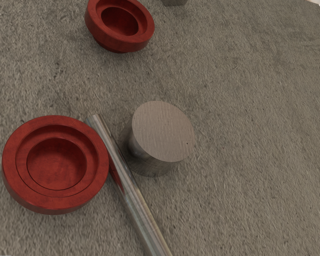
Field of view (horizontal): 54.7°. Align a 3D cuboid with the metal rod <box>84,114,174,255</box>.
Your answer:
[{"bbox_3d":[-0.009,0.116,0.327,0.025,0.025,0.299,-18,71,-35],"label":"metal rod"}]

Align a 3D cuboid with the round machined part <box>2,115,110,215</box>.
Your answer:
[{"bbox_3d":[-0.105,0.039,0.313,0.099,0.042,0.098,14,56,-21],"label":"round machined part"}]

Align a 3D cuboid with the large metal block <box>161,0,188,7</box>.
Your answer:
[{"bbox_3d":[0.025,-0.277,0.551,0.050,0.080,0.080,-21,73,-36],"label":"large metal block"}]

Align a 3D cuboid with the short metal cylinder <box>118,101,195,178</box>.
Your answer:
[{"bbox_3d":[-0.005,0.014,0.377,0.081,0.050,0.080,14,56,-21],"label":"short metal cylinder"}]

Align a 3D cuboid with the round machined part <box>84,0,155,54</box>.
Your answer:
[{"bbox_3d":[-0.061,-0.148,0.450,0.099,0.042,0.098,14,56,-21],"label":"round machined part"}]
